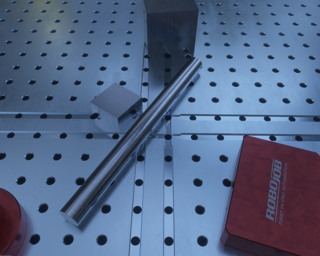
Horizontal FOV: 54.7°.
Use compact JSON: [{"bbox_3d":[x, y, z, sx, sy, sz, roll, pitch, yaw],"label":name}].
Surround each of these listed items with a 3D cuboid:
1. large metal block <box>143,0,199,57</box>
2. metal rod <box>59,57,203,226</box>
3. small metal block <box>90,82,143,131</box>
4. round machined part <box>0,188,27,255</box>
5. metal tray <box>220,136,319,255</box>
[{"bbox_3d":[0.016,-0.170,0.515,0.081,0.080,0.050,-7,51,-6],"label":"large metal block"},{"bbox_3d":[-0.020,-0.003,0.410,0.025,0.025,0.301,24,54,19],"label":"metal rod"},{"bbox_3d":[-0.060,-0.031,0.433,0.050,0.025,0.050,30,56,22],"label":"small metal block"},{"bbox_3d":[-0.191,0.101,0.309,0.099,0.042,0.098,0,50,0],"label":"round machined part"},{"bbox_3d":[0.126,0.075,0.343,0.090,0.030,0.130,15,51,11],"label":"metal tray"}]
